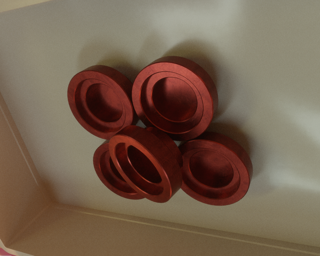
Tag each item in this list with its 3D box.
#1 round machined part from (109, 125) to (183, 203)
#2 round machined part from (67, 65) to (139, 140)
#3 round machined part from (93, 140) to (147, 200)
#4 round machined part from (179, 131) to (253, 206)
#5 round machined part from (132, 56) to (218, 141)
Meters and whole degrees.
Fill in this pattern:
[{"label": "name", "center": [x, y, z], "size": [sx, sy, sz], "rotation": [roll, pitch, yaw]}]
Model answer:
[{"label": "round machined part", "center": [-0.012, 0.037, 0.368], "size": [0.098, 0.042, 0.097], "rotation": [30, 141, 28]}, {"label": "round machined part", "center": [-0.068, -0.036, 0.407], "size": [0.098, 0.042, 0.097], "rotation": [13, 124, 20]}, {"label": "round machined part", "center": [-0.044, 0.053, 0.450], "size": [0.098, 0.042, 0.097], "rotation": [13, 124, 20]}, {"label": "round machined part", "center": [0.066, 0.046, 0.388], "size": [0.098, 0.042, 0.097], "rotation": [13, 124, 20]}, {"label": "round machined part", "center": [0.020, -0.037, 0.361], "size": [0.098, 0.042, 0.097], "rotation": [13, 124, 20]}]
